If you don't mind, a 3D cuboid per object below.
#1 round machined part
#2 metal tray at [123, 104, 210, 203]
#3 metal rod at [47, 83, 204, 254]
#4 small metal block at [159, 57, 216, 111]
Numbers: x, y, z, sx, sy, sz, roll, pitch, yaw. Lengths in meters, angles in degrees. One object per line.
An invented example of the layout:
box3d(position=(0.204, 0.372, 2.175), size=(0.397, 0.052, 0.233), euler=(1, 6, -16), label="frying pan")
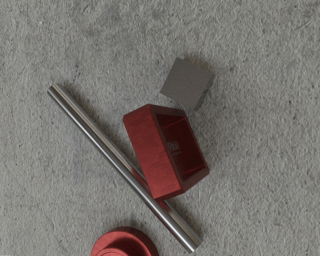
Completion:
box3d(position=(-0.052, 0.188, 0.417), size=(0.098, 0.042, 0.097), euler=(0, 90, 19), label="round machined part")
box3d(position=(0.014, 0.023, 0.348), size=(0.030, 0.130, 0.090), euler=(-25, 82, 18), label="metal tray")
box3d(position=(-0.056, 0.046, 0.427), size=(0.300, 0.025, 0.025), euler=(46, 104, 14), label="metal rod")
box3d(position=(0.036, -0.056, 0.396), size=(0.050, 0.025, 0.050), euler=(29, 99, 17), label="small metal block")
